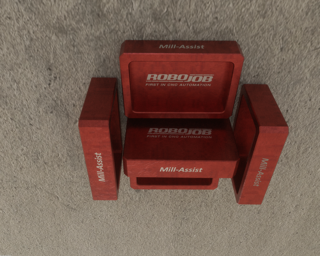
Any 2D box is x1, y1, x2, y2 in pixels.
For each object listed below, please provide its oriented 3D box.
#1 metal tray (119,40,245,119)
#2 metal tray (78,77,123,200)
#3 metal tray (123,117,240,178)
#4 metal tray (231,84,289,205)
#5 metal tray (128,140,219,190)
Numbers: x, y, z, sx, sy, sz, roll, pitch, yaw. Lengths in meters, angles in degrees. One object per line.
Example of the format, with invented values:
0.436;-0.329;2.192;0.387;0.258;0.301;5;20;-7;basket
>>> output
0.023;-0.054;0.360;0.131;0.030;0.089;0;133;-1;metal tray
-0.067;0.015;0.378;0.030;0.090;0.129;1;131;-1;metal tray
0.024;0.017;0.383;0.131;0.090;0.030;1;131;-1;metal tray
0.114;0.022;0.385;0.030;0.090;0.129;1;130;-1;metal tray
0.021;0.049;0.449;0.131;0.030;0.089;0;129;-1;metal tray
